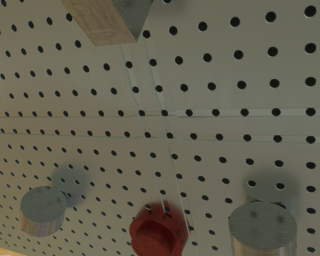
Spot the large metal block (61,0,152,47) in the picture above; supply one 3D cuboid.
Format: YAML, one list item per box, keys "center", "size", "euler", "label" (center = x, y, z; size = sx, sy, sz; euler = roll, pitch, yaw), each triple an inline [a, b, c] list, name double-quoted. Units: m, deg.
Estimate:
- center: [-0.050, -0.138, 0.296]
  size: [0.050, 0.080, 0.080]
  euler: [2, 151, 27]
  label: "large metal block"

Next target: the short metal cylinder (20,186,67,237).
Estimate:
- center: [-0.221, 0.158, 0.587]
  size: [0.080, 0.080, 0.050]
  euler: [30, 128, 9]
  label: "short metal cylinder"

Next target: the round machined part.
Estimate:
- center: [-0.009, 0.190, 0.521]
  size: [0.098, 0.042, 0.097]
  euler: [13, 124, 20]
  label: "round machined part"

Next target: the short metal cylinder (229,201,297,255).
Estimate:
- center: [0.130, 0.140, 0.393]
  size: [0.080, 0.080, 0.050]
  euler: [3, 120, 26]
  label: "short metal cylinder"
